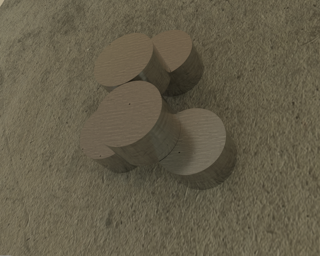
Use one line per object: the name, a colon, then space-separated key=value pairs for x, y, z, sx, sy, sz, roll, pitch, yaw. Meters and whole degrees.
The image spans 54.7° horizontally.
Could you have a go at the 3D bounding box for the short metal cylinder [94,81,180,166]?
short metal cylinder: x=-0.024 y=-0.005 z=0.340 sx=0.080 sy=0.050 sz=0.080 roll=-13 pitch=56 yaw=20

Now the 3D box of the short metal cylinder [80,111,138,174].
short metal cylinder: x=-0.057 y=0.014 z=0.411 sx=0.080 sy=0.050 sz=0.080 roll=-13 pitch=56 yaw=21

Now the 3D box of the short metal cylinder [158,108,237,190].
short metal cylinder: x=0.042 y=0.024 z=0.352 sx=0.080 sy=0.050 sz=0.080 roll=-13 pitch=56 yaw=21

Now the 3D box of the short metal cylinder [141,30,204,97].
short metal cylinder: x=0.016 y=-0.091 z=0.437 sx=0.080 sy=0.050 sz=0.080 roll=-13 pitch=56 yaw=21

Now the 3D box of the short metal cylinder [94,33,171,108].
short metal cylinder: x=-0.034 y=-0.070 z=0.385 sx=0.080 sy=0.050 sz=0.080 roll=-13 pitch=56 yaw=21
